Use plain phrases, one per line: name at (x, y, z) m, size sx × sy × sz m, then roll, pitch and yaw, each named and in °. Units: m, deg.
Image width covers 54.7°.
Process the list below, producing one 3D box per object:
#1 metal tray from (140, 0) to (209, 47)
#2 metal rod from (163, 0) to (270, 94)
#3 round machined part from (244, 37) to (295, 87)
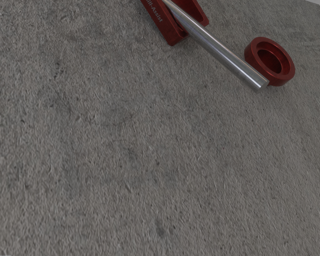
metal tray at (0.017, -0.211, 0.517) m, size 0.091 × 0.030 × 0.130 m, roll -39°, pitch 99°, yaw -39°
metal rod at (0.049, -0.159, 0.487) m, size 0.025 × 0.025 × 0.300 m, roll -27°, pitch 64°, yaw -37°
round machined part at (0.194, -0.116, 0.568) m, size 0.099 × 0.042 × 0.098 m, roll 14°, pitch 56°, yaw -21°
